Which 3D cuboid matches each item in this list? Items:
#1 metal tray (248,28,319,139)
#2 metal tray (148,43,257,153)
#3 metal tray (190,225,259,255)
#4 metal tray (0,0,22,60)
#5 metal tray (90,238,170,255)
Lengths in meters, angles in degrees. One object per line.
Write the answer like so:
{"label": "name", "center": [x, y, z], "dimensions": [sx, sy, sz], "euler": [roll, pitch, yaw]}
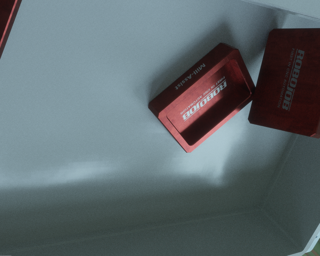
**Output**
{"label": "metal tray", "center": [0.174, -0.059, 0.398], "dimensions": [0.030, 0.090, 0.129], "euler": [9, 96, -46]}
{"label": "metal tray", "center": [0.060, -0.038, 0.414], "dimensions": [0.130, 0.030, 0.090], "euler": [-40, 130, -1]}
{"label": "metal tray", "center": [0.130, 0.245, 0.631], "dimensions": [0.131, 0.030, 0.089], "euler": [8, 114, -32]}
{"label": "metal tray", "center": [-0.148, -0.076, 0.214], "dimensions": [0.030, 0.130, 0.090], "euler": [27, 106, -7]}
{"label": "metal tray", "center": [-0.054, 0.242, 0.528], "dimensions": [0.131, 0.030, 0.089], "euler": [-3, 120, -27]}
